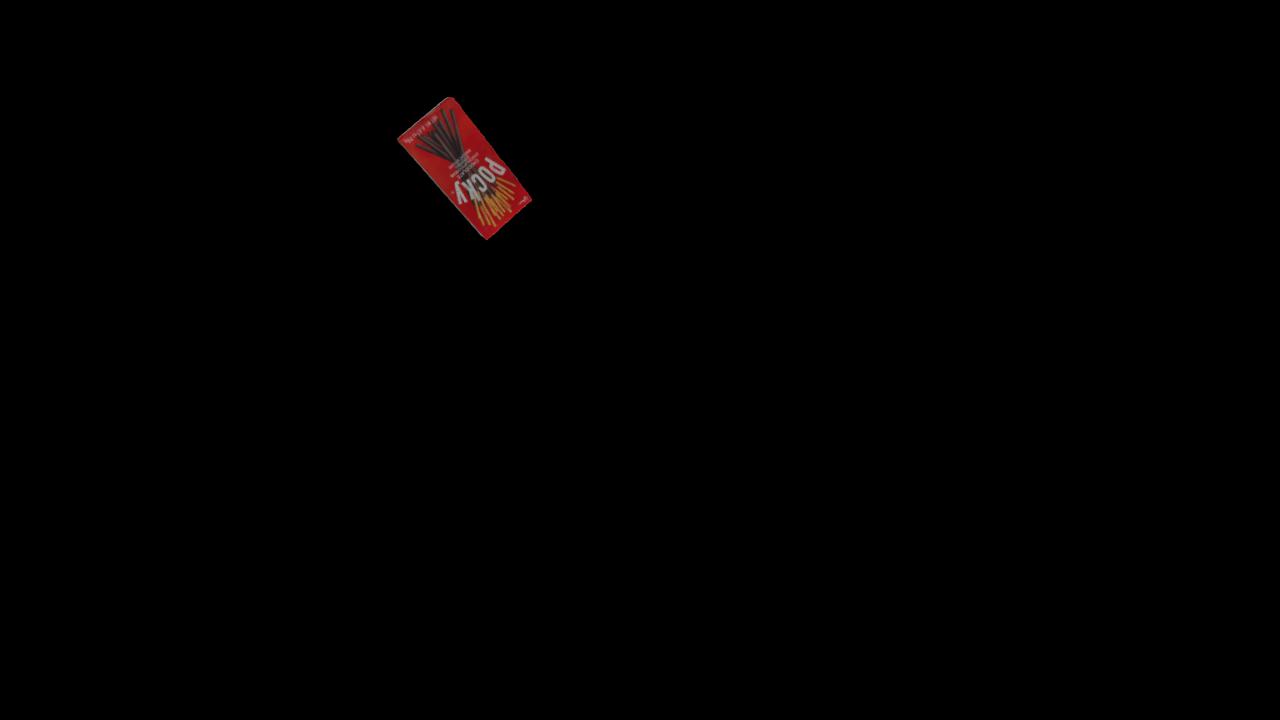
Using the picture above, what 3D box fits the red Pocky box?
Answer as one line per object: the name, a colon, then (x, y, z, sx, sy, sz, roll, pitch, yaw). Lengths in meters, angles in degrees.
red Pocky box: (-0.210, -0.232, 0.755, 0.155, 0.083, 0.028, 51, -11, -35)
